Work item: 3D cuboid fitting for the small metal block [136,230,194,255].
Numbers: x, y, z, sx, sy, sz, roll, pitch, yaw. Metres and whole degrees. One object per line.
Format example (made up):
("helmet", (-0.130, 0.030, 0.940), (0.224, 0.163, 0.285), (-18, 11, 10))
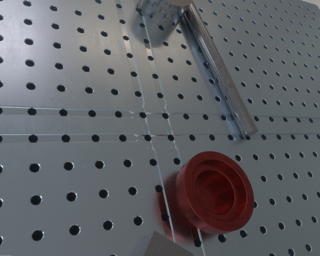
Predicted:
("small metal block", (0.000, 0.144, 0.321), (0.050, 0.025, 0.050), (34, 51, -6))

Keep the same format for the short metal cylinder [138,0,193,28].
("short metal cylinder", (0.009, -0.219, 0.530), (0.081, 0.050, 0.080), (14, 56, -21))

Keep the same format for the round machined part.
("round machined part", (0.063, 0.081, 0.381), (0.099, 0.042, 0.098), (14, 56, -21))

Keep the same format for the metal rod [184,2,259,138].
("metal rod", (0.091, -0.122, 0.530), (0.025, 0.025, 0.299), (-7, 65, -32))
